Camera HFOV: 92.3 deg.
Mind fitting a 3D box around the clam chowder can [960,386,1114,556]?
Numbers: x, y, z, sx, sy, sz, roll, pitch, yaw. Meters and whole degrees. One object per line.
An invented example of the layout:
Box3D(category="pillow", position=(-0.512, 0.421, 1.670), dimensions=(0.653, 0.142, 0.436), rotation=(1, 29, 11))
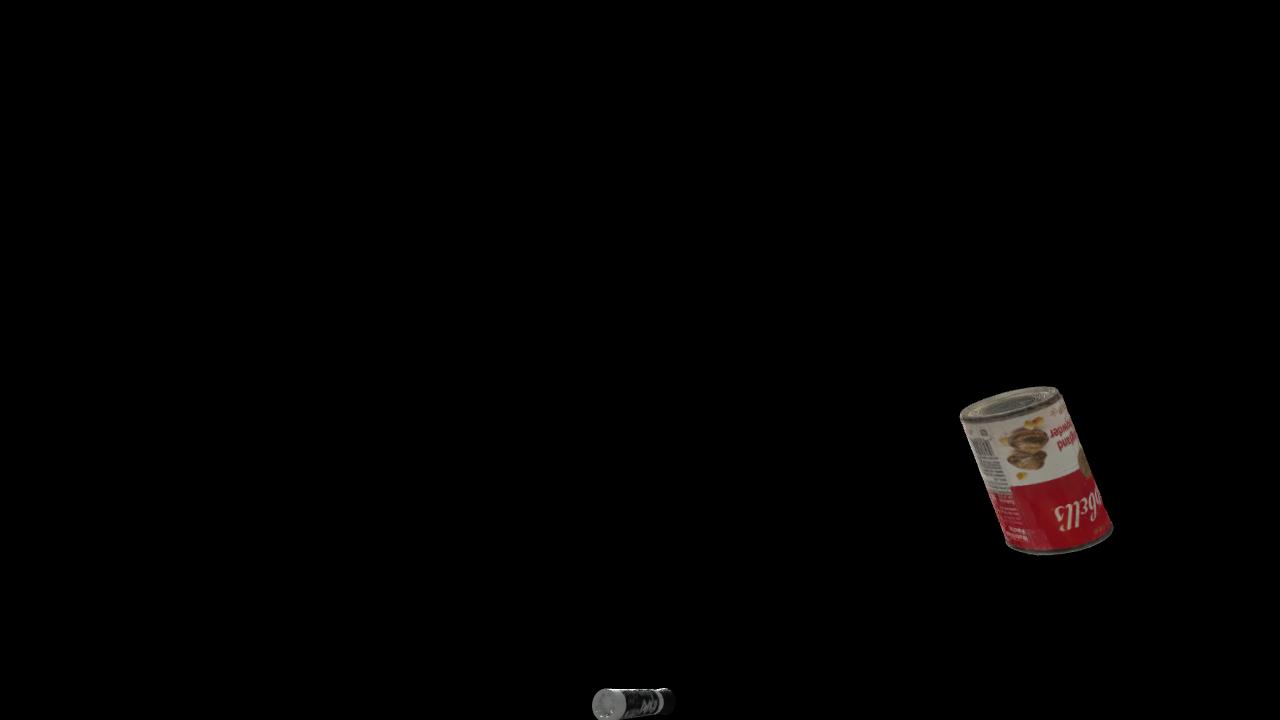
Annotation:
Box3D(category="clam chowder can", position=(0.281, 0.077, 0.441), dimensions=(0.068, 0.102, 0.068), rotation=(-21, -2, -1))

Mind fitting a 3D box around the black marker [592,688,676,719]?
Box3D(category="black marker", position=(-0.001, 0.247, 0.443), dimensions=(0.020, 0.020, 0.121), rotation=(0, -26, 24))
